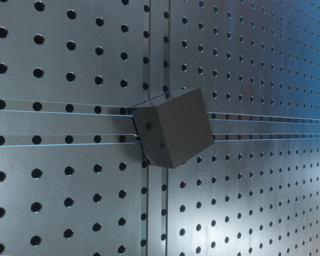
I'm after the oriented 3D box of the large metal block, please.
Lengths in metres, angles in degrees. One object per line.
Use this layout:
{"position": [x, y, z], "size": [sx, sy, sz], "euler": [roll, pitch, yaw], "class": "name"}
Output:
{"position": [0.019, -0.002, 0.407], "size": [0.081, 0.050, 0.080], "euler": [-27, 107, -37], "class": "large metal block"}
